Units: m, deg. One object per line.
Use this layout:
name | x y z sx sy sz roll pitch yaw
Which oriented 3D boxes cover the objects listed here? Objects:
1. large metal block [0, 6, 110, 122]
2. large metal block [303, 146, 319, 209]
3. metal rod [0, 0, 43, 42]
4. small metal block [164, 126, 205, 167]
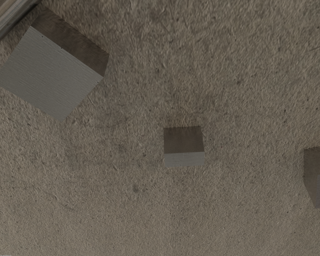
large metal block | -0.114 -0.065 0.333 0.080 0.050 0.080 35 122 -26
large metal block | 0.261 0.068 0.453 0.080 0.050 0.080 -12 129 10
metal rod | -0.063 -0.166 0.264 0.300 0.025 0.025 -31 124 23
small metal block | 0.031 0.024 0.412 0.050 0.050 0.025 -3 130 2
